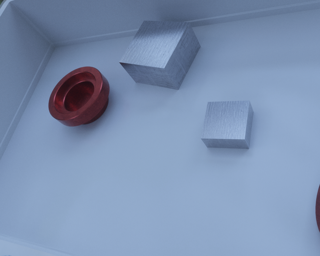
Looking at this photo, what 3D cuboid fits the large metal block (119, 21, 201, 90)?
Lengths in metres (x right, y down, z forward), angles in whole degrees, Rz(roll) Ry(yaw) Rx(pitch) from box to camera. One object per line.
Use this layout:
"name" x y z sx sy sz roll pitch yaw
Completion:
"large metal block" 0.001 -0.108 0.454 0.080 0.050 0.080 15 69 34

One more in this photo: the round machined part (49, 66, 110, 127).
"round machined part" -0.120 -0.045 0.483 0.098 0.042 0.098 -13 56 20

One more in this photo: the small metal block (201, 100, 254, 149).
"small metal block" 0.080 -0.004 0.365 0.050 0.025 0.050 0 62 28

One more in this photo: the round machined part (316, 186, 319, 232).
"round machined part" 0.173 0.058 0.245 0.042 0.098 0.098 21 69 -1
